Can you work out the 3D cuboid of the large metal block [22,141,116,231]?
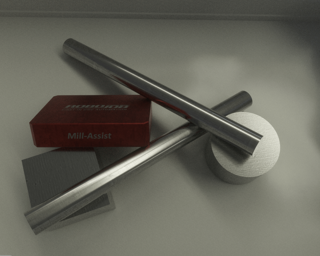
[{"bbox_3d":[-0.105,0.068,0.365,0.081,0.050,0.080,-18,71,-7],"label":"large metal block"}]

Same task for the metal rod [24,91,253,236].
[{"bbox_3d":[-0.004,0.026,0.359,0.302,0.025,0.025,-29,72,-25],"label":"metal rod"}]

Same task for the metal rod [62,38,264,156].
[{"bbox_3d":[-0.013,-0.050,0.395,0.300,0.025,0.025,30,72,23],"label":"metal rod"}]

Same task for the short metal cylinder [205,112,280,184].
[{"bbox_3d":[0.100,0.026,0.385,0.081,0.050,0.080,0,70,0],"label":"short metal cylinder"}]

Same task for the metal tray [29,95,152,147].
[{"bbox_3d":[-0.077,-0.011,0.379,0.131,0.030,0.090,0,26,1],"label":"metal tray"}]
